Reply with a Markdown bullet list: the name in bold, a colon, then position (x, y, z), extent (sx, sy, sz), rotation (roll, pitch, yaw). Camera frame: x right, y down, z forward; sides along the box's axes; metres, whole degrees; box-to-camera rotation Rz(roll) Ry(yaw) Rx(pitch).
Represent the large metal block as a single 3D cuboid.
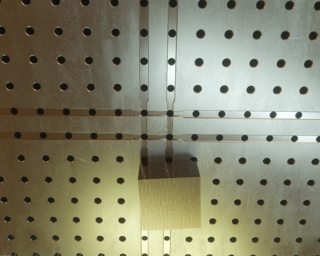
- **large metal block**: position (0.014, 0.093, 0.434), extent (0.080, 0.050, 0.080), rotation (-3, 110, 1)
